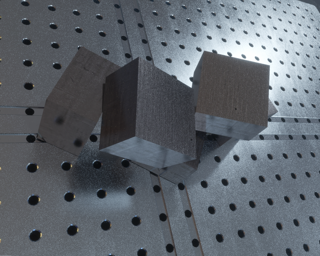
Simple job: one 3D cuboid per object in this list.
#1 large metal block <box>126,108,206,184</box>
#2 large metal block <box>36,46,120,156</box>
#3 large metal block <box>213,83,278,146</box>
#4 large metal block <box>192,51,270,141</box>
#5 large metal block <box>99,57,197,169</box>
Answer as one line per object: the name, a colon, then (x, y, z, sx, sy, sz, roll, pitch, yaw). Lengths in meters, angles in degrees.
large metal block: (0.008, 0.012, 0.390, 0.080, 0.050, 0.080, 28, 52, -11)
large metal block: (-0.089, -0.028, 0.342, 0.050, 0.080, 0.080, 27, 52, -12)
large metal block: (0.107, -0.031, 0.452, 0.050, 0.080, 0.080, -18, 71, -35)
large metal block: (0.081, -0.037, 0.371, 0.081, 0.050, 0.080, 12, 68, -4)
large metal block: (-0.010, -0.011, 0.311, 0.080, 0.050, 0.080, 23, 57, -41)
